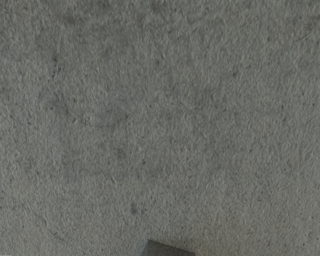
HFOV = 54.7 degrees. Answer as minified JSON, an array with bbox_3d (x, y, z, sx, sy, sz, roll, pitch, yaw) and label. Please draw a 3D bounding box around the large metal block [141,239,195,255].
[{"bbox_3d":[0.005,0.232,0.482,0.080,0.050,0.079,19,109,-8],"label":"large metal block"}]
